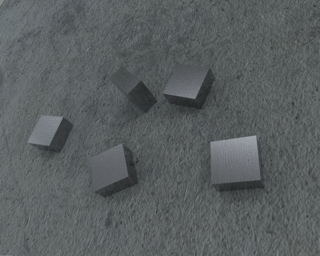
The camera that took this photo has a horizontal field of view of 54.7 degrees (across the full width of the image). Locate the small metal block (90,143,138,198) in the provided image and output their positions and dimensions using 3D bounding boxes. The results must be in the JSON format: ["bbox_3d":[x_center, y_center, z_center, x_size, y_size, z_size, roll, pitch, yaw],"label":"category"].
[{"bbox_3d":[-0.060,0.055,0.402,0.050,0.025,0.050,-25,53,12],"label":"small metal block"}]

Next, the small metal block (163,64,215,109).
[{"bbox_3d":[0.039,-0.057,0.418,0.050,0.025,0.050,14,69,33],"label":"small metal block"}]

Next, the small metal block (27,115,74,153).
[{"bbox_3d":[-0.173,0.009,0.489,0.050,0.025,0.050,5,64,30],"label":"small metal block"}]

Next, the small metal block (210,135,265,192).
[{"bbox_3d":[0.083,0.039,0.336,0.050,0.025,0.050,-10,57,23],"label":"small metal block"}]

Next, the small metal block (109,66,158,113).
[{"bbox_3d":[-0.038,-0.054,0.441,0.025,0.050,0.050,-46,51,-4],"label":"small metal block"}]
